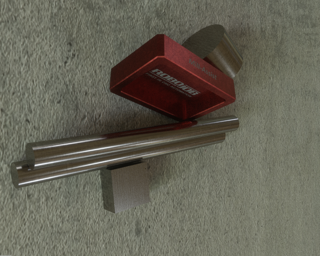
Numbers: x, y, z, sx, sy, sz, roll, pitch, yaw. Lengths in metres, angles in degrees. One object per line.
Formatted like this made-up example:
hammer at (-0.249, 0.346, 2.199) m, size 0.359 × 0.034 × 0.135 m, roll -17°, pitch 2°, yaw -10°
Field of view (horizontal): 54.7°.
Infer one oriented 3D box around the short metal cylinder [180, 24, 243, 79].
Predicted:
short metal cylinder at (0.066, -0.095, 0.426) m, size 0.050 × 0.080 × 0.080 m, roll 45°, pitch 63°, yaw -32°

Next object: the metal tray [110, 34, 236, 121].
metal tray at (0.017, -0.051, 0.375) m, size 0.131 × 0.090 × 0.030 m, roll 22°, pitch 57°, yaw -38°

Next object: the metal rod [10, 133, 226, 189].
metal rod at (-0.022, 0.028, 0.388) m, size 0.302 × 0.025 × 0.025 m, roll -8°, pitch 96°, yaw -40°

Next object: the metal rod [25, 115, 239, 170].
metal rod at (-0.003, 0.009, 0.378) m, size 0.302 × 0.025 × 0.025 m, roll -8°, pitch 96°, yaw -40°

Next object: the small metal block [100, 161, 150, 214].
small metal block at (-0.041, 0.069, 0.372) m, size 0.050 × 0.025 × 0.050 m, roll -9°, pitch 96°, yaw -40°
